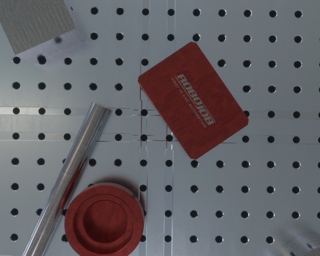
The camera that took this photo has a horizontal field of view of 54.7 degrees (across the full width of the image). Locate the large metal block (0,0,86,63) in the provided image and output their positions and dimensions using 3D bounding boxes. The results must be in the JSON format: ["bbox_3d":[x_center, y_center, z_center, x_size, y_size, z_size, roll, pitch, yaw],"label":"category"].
[{"bbox_3d":[-0.155,-0.141,0.399,0.080,0.050,0.080,-24,90,0],"label":"large metal block"}]

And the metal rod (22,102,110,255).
[{"bbox_3d":[-0.141,0.106,0.412,0.025,0.025,0.299,25,90,0],"label":"metal rod"}]

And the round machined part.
[{"bbox_3d":[-0.070,0.120,0.404,0.099,0.042,0.097,0,90,0],"label":"round machined part"}]

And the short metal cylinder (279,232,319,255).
[{"bbox_3d":[0.204,0.184,0.403,0.081,0.050,0.079,0,90,0],"label":"short metal cylinder"}]

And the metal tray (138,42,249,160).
[{"bbox_3d":[0.043,-0.035,0.411,0.090,0.030,0.130,-34,90,0],"label":"metal tray"}]
